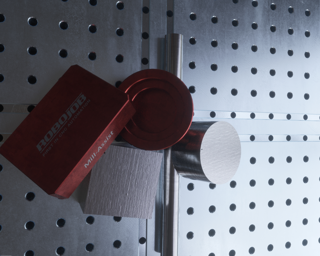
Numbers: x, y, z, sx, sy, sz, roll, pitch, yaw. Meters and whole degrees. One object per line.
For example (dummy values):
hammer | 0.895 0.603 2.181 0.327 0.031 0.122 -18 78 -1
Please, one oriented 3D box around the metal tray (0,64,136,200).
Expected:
metal tray | -0.101 0.001 0.347 0.090 0.030 0.130 32 77 22

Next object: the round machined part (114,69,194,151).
round machined part | -0.008 -0.021 0.387 0.099 0.042 0.097 0 89 5

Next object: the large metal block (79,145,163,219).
large metal block | -0.049 0.062 0.381 0.081 0.050 0.080 11 86 -20

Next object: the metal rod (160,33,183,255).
metal rod | 0.016 0.024 0.419 0.025 0.025 0.298 1 90 -20

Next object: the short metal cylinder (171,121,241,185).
short metal cylinder | 0.062 0.031 0.408 0.081 0.050 0.079 0 91 -40
